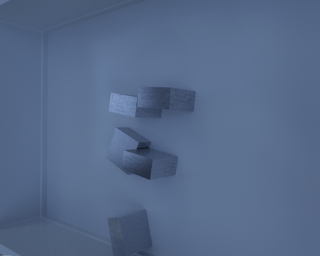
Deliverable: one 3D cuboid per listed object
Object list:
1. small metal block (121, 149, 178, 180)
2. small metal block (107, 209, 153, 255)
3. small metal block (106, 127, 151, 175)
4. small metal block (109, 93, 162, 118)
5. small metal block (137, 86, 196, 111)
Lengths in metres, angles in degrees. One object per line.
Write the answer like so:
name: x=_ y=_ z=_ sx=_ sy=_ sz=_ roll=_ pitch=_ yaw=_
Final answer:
small metal block: x=-0.013 y=0.045 z=0.401 sx=0.050 sy=0.050 sz=0.025 roll=13 pitch=99 yaw=39
small metal block: x=-0.041 y=0.143 z=0.424 sx=0.025 sy=0.050 sz=0.050 roll=-18 pitch=79 yaw=39
small metal block: x=-0.046 y=0.032 z=0.445 sx=0.050 sy=0.025 sz=0.050 roll=30 pitch=109 yaw=36
small metal block: x=-0.032 y=-0.030 z=0.417 sx=0.050 sy=0.050 sz=0.025 roll=14 pitch=99 yaw=39
small metal block: x=0.008 y=-0.036 z=0.384 sx=0.050 sy=0.050 sz=0.025 roll=8 pitch=95 yaw=40
